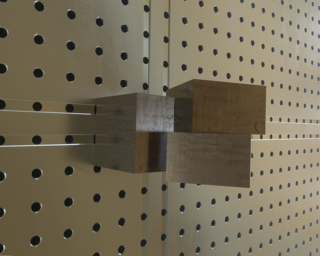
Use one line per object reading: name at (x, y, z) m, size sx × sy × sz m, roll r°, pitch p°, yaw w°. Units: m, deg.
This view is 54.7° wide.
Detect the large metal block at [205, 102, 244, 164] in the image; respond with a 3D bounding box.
large metal block at (0.071, 0.008, 0.435) m, size 0.050 × 0.080 × 0.080 m, roll 5°, pitch 87°, yaw -40°

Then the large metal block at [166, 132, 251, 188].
large metal block at (0.057, 0.031, 0.336) m, size 0.080 × 0.080 × 0.050 m, roll 8°, pitch 84°, yaw -73°

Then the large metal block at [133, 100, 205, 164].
large metal block at (0.012, 0.005, 0.403) m, size 0.081 × 0.050 × 0.080 m, roll 3°, pitch 88°, yaw -40°

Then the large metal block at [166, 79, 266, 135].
large metal block at (0.057, -0.019, 0.340) m, size 0.081 × 0.080 × 0.050 m, roll 2°, pitch 88°, yaw -18°

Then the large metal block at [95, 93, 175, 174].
large metal block at (-0.031, 0.005, 0.350) m, size 0.050 × 0.080 × 0.079 m, roll 2°, pitch 89°, yaw -40°
